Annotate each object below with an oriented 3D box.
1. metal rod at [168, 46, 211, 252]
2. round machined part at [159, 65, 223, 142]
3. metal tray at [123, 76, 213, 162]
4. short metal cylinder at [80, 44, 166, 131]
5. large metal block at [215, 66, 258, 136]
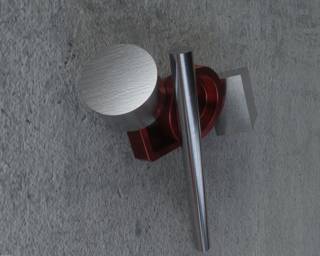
[{"bbox_3d":[0.042,0.048,0.387,0.025,0.025,0.298,-34,128,-35],"label":"metal rod"},{"bbox_3d":[0.033,-0.032,0.393,0.099,0.042,0.097,-19,118,-39],"label":"round machined part"},{"bbox_3d":[0.013,-0.021,0.416,0.131,0.030,0.089,-26,107,-37],"label":"metal tray"},{"bbox_3d":[-0.037,-0.042,0.332,0.050,0.080,0.080,60,46,-68],"label":"short metal cylinder"},{"bbox_3d":[0.109,-0.042,0.462,0.080,0.050,0.080,-41,118,-61],"label":"large metal block"}]
